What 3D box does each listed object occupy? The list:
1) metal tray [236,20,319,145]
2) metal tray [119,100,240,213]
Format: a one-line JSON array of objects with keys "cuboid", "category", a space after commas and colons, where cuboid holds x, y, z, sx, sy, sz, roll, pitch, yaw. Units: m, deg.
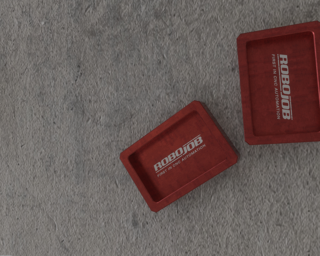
[{"cuboid": [0.140, -0.048, 0.356, 0.090, 0.030, 0.129, -5, 88, 19], "category": "metal tray"}, {"cuboid": [0.023, 0.037, 0.397, 0.130, 0.030, 0.090, -36, 79, 16], "category": "metal tray"}]
